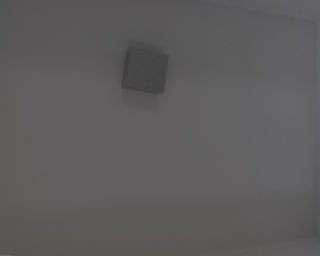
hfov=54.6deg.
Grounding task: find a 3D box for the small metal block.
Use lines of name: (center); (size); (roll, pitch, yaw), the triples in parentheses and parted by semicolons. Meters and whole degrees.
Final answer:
small metal block: (-0.019, -0.074, 0.403); (0.050, 0.025, 0.050); (9, 87, -20)
